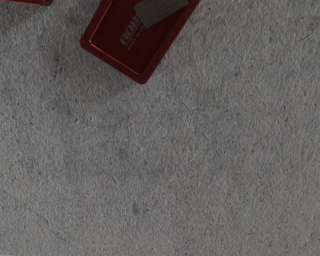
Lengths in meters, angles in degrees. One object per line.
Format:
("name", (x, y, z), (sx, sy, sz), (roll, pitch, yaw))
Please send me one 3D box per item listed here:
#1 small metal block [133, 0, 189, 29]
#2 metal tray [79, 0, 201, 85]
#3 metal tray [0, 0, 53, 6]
("small metal block", (0.001, -0.132, 0.334), (0.050, 0.050, 0.025), (-28, 108, 9))
("metal tray", (-0.022, -0.128, 0.359), (0.090, 0.030, 0.129), (32, 107, -11))
("metal tray", (-0.164, -0.204, 0.330), (0.091, 0.030, 0.129), (6, 110, -3))
